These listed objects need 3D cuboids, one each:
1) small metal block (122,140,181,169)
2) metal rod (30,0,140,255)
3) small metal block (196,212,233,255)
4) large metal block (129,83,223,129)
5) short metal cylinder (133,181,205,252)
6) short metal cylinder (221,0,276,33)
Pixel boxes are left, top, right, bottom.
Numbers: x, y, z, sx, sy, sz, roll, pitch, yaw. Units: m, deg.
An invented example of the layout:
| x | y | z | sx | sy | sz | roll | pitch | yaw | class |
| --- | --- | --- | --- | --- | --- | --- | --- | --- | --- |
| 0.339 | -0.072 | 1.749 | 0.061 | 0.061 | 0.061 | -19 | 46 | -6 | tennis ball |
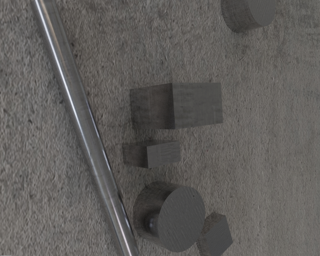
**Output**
| x | y | z | sx | sy | sz | roll | pitch | yaw | class |
| --- | --- | --- | --- | --- | --- | --- | --- | --- | --- |
| -0.011 | 0.030 | 0.379 | 0.050 | 0.050 | 0.025 | -8 | 95 | -40 | small metal block |
| -0.076 | 0.014 | 0.340 | 0.025 | 0.025 | 0.298 | -26 | 106 | -37 | metal rod |
| 0.082 | 0.166 | 0.473 | 0.050 | 0.025 | 0.050 | -28 | 108 | -36 | small metal block |
| 0.020 | -0.027 | 0.385 | 0.081 | 0.080 | 0.050 | -7 | 95 | -40 | large metal block |
| 0.012 | 0.112 | 0.399 | 0.081 | 0.050 | 0.080 | 0 | 90 | -40 | short metal cylinder |
| 0.146 | -0.202 | 0.510 | 0.081 | 0.050 | 0.080 | 0 | 90 | -40 | short metal cylinder |
